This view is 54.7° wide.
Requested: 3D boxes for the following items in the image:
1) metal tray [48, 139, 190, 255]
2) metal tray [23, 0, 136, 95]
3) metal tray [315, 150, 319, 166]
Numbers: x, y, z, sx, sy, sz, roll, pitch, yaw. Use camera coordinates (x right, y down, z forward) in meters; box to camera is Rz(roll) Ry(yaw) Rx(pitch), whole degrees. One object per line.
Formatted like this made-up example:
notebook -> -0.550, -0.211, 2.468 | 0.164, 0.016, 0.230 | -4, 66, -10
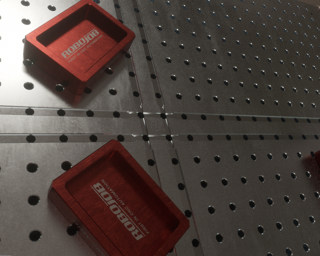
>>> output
metal tray -> -0.042, 0.086, 0.330 | 0.130, 0.030, 0.091 | 48, 51, 5
metal tray -> -0.104, -0.115, 0.419 | 0.090, 0.030, 0.130 | 37, 51, -4
metal tray -> 0.330, 0.094, 0.529 | 0.091, 0.030, 0.130 | 0, 62, -29
